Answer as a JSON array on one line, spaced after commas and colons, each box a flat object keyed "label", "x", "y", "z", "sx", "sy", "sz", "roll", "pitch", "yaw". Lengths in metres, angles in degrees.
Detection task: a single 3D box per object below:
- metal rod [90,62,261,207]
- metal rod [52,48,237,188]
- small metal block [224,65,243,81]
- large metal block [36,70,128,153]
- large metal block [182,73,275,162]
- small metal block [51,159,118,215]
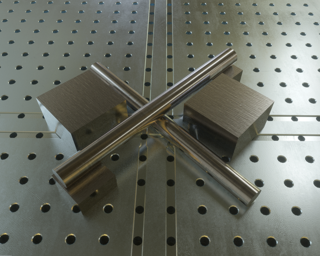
[{"label": "metal rod", "x": 0.002, "y": -0.007, "z": 0.412, "sx": 0.025, "sy": 0.025, "sz": 0.300, "roll": -35, "pitch": 59, "yaw": -26}, {"label": "metal rod", "x": 0.000, "y": -0.028, "z": 0.398, "sx": 0.025, "sy": 0.025, "sz": 0.302, "roll": 37, "pitch": 59, "yaw": 27}, {"label": "small metal block", "x": 0.089, "y": -0.080, "z": 0.476, "sx": 0.050, "sy": 0.025, "sz": 0.050, "roll": -37, "pitch": 59, "yaw": -27}, {"label": "large metal block", "x": -0.100, "y": -0.021, "z": 0.408, "sx": 0.080, "sy": 0.050, "sz": 0.080, "roll": -36, "pitch": 59, "yaw": -26}, {"label": "large metal block", "x": 0.087, "y": -0.016, "z": 0.406, "sx": 0.080, "sy": 0.050, "sz": 0.080, "roll": 36, "pitch": 58, "yaw": 26}, {"label": "small metal block", "x": -0.086, "y": 0.061, "z": 0.356, "sx": 0.050, "sy": 0.025, "sz": 0.050, "roll": 37, "pitch": 59, "yaw": 27}]
